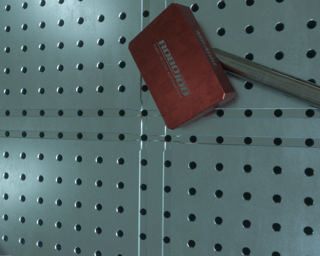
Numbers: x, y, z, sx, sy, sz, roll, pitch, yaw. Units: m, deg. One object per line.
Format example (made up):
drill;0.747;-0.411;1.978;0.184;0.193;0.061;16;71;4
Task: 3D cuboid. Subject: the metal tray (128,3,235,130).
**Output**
metal tray;0.023;-0.074;0.386;0.090;0.030;0.130;-32;79;36

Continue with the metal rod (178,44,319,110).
metal rod;0.157;-0.046;0.357;0.301;0.025;0.025;25;98;17
